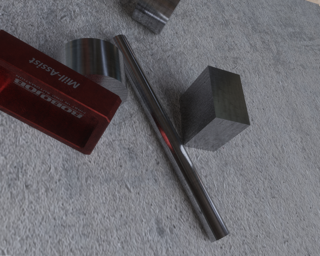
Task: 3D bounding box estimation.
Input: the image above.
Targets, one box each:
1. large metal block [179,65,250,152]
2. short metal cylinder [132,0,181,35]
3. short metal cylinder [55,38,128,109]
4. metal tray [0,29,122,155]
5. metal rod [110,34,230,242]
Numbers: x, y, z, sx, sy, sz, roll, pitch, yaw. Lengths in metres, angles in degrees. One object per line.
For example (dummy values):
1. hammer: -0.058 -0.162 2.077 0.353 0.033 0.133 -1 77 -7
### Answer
1. large metal block: 0.070 -0.024 0.420 0.050 0.080 0.080 11 57 -22
2. short metal cylinder: -0.001 -0.194 0.487 0.050 0.080 0.080 32 52 -8
3. short metal cylinder: -0.080 -0.058 0.360 0.081 0.080 0.050 5 60 -26
4. metal tray: -0.114 -0.030 0.317 0.131 0.090 0.030 30 53 -10
5. metal rod: 0.005 0.001 0.405 0.025 0.025 0.299 -16 70 -34
